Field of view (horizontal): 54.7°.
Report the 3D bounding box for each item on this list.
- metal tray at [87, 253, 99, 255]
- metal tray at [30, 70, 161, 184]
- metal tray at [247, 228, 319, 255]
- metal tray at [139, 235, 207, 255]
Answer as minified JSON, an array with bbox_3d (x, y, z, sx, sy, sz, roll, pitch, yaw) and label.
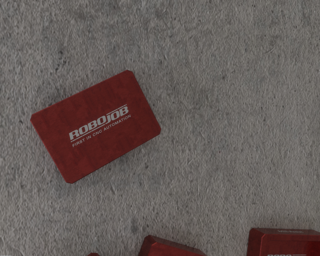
[{"bbox_3d":[-0.098,0.216,0.351,0.130,0.030,0.090,-38,102,0],"label":"metal tray"},{"bbox_3d":[-0.075,-0.004,0.379,0.131,0.030,0.090,-29,100,-18],"label":"metal tray"},{"bbox_3d":[0.197,0.205,0.479,0.131,0.030,0.089,8,87,-20],"label":"metal tray"},{"bbox_3d":[0.003,0.218,0.408,0.091,0.030,0.130,23,82,-19],"label":"metal tray"}]
